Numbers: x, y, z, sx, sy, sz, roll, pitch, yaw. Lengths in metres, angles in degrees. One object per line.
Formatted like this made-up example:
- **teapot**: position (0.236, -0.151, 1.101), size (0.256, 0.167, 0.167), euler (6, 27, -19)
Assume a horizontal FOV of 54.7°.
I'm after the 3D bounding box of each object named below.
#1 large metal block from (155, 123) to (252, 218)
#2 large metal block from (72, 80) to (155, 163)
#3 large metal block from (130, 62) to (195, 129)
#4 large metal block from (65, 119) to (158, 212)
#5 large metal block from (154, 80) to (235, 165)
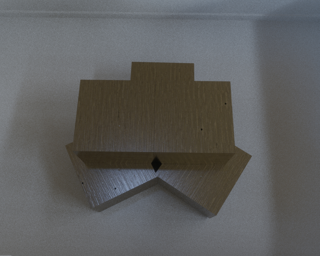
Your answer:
- **large metal block**: position (0.050, 0.051, 0.375), size (0.080, 0.050, 0.080), euler (32, 73, 11)
- **large metal block**: position (-0.046, -0.006, 0.343), size (0.080, 0.050, 0.080), euler (1, 70, 0)
- **large metal block**: position (0.003, -0.039, 0.409), size (0.080, 0.050, 0.080), euler (2, 70, 0)
- **large metal block**: position (-0.057, 0.046, 0.377), size (0.080, 0.050, 0.080), euler (-25, 72, -9)
- **large metal block**: position (0.035, -0.005, 0.342), size (0.080, 0.050, 0.080), euler (1, 70, 0)
